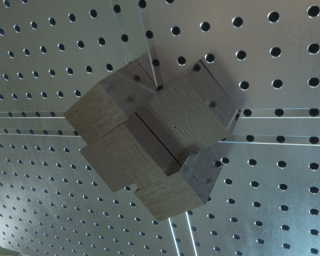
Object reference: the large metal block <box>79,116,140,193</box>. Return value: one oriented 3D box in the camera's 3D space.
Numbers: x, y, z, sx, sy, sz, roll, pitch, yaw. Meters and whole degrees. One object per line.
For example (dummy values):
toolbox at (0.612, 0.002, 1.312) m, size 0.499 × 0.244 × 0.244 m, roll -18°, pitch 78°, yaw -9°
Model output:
large metal block at (-0.055, 0.037, 0.449) m, size 0.080 × 0.050 × 0.080 m, roll -30°, pitch 102°, yaw 38°

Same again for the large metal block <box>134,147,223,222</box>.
large metal block at (0.026, 0.066, 0.403) m, size 0.080 × 0.080 × 0.050 m, roll -32°, pitch 100°, yaw 37°

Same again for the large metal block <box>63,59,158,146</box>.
large metal block at (-0.059, -0.032, 0.387) m, size 0.080 × 0.080 × 0.050 m, roll -32°, pitch 100°, yaw 38°

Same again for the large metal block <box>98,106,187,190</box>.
large metal block at (-0.016, 0.017, 0.395) m, size 0.050 × 0.080 × 0.080 m, roll -32°, pitch 100°, yaw 38°

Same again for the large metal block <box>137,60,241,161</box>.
large metal block at (0.033, -0.018, 0.366) m, size 0.080 × 0.050 × 0.080 m, roll -32°, pitch 103°, yaw 38°
